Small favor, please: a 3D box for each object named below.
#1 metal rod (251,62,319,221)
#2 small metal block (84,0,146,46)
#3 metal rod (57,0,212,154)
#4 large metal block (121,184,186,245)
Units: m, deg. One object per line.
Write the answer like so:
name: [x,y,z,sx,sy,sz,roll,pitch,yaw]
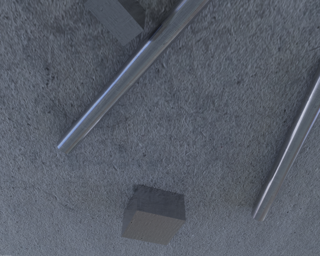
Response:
metal rod: [0.183,0.038,0.442,0.025,0.025,0.298,3,130,-3]
small metal block: [-0.040,-0.114,0.293,0.025,0.050,0.050,-32,124,24]
metal rod: [-0.034,-0.063,0.353,0.025,0.025,0.299,33,123,-25]
large metal block: [-0.012,0.146,0.515,0.081,0.050,0.079,16,128,-14]
